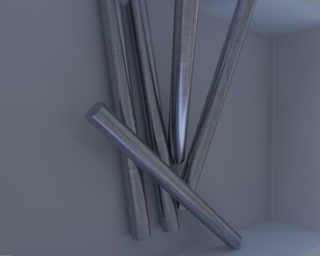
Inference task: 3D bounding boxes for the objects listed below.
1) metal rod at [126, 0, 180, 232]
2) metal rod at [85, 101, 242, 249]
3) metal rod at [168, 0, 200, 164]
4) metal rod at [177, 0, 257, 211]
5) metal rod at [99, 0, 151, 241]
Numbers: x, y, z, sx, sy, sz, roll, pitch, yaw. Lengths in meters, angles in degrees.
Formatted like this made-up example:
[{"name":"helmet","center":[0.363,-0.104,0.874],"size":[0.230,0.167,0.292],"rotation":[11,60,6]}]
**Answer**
[{"name":"metal rod","center":[-0.007,-0.010,0.402],"size":[0.025,0.025,0.298],"rotation":[-15,99,-39]},{"name":"metal rod","center":[0.022,0.076,0.392],"size":[0.300,0.025,0.025],"rotation":[46,62,-30]},{"name":"metal rod","center":[0.026,-0.080,0.346],"size":[0.025,0.025,0.298],"rotation":[-29,135,-37]},{"name":"metal rod","center":[0.074,-0.031,0.425],"size":[0.025,0.025,0.298],"rotation":[14,95,-40]},{"name":"metal rod","center":[-0.041,-0.012,0.373],"size":[0.025,0.025,0.298],"rotation":[-12,98,-40]}]
